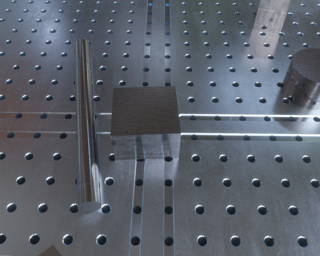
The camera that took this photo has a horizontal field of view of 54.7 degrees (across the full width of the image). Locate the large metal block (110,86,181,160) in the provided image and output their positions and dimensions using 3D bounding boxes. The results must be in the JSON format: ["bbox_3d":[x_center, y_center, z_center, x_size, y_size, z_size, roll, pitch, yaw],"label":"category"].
[{"bbox_3d":[-0.018,-0.007,0.397,0.081,0.050,0.080,-2,50,-2],"label":"large metal block"}]

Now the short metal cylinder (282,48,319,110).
[{"bbox_3d":[0.228,-0.073,0.455,0.081,0.050,0.080,0,50,0],"label":"short metal cylinder"}]

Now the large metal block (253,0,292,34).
[{"bbox_3d":[0.212,-0.236,0.573,0.050,0.080,0.080,14,52,11],"label":"large metal block"}]

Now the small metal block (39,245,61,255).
[{"bbox_3d":[-0.104,0.147,0.283,0.050,0.025,0.050,-35,59,-26],"label":"small metal block"}]

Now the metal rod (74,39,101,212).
[{"bbox_3d":[-0.104,-0.027,0.429,0.025,0.025,0.300,-8,51,-7],"label":"metal rod"}]
